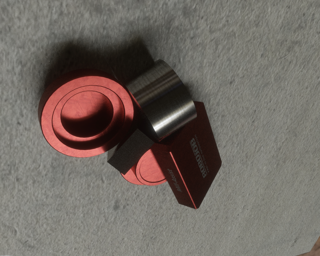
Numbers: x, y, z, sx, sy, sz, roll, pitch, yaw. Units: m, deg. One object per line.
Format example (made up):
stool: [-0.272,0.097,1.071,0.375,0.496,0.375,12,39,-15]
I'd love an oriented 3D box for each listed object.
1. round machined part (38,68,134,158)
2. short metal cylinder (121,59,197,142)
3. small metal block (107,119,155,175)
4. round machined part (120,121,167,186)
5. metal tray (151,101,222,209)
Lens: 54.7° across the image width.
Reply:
round machined part: [-0.082,-0.019,0.341,0.099,0.042,0.097,-14,125,-21]
short metal cylinder: [-0.002,-0.031,0.355,0.050,0.080,0.080,-33,129,-7]
small metal block: [-0.035,0.021,0.364,0.025,0.050,0.050,41,95,-15]
round machined part: [-0.009,0.038,0.418,0.099,0.042,0.097,-14,125,-21]
metal tray: [0.042,0.038,0.424,0.090,0.030,0.130,-54,137,-32]
